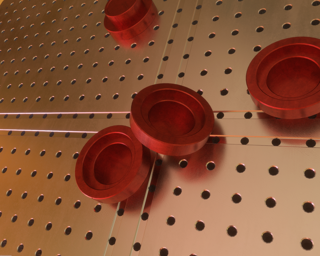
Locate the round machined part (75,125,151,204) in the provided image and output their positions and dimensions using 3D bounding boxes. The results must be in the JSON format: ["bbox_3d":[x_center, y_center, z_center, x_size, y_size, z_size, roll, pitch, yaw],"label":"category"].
[{"bbox_3d":[-0.055,0.049,0.394,0.098,0.042,0.098,-13,56,21],"label":"round machined part"}]

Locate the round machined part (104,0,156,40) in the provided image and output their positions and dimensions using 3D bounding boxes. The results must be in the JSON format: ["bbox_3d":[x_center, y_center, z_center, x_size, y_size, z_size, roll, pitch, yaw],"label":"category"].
[{"bbox_3d":[-0.060,-0.210,0.555,0.098,0.042,0.098,-13,56,20],"label":"round machined part"}]

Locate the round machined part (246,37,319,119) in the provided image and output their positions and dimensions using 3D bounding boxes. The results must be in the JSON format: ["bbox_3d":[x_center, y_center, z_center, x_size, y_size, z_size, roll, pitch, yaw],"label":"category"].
[{"bbox_3d":[0.151,-0.052,0.350,0.098,0.042,0.098,-13,56,20],"label":"round machined part"}]

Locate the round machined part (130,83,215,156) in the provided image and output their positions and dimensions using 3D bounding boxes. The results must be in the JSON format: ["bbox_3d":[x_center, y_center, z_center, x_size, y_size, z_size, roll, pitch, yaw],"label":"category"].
[{"bbox_3d":[0.012,-0.006,0.374,0.099,0.042,0.098,7,49,-7],"label":"round machined part"}]
